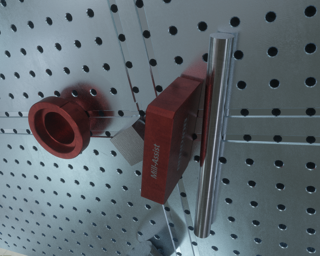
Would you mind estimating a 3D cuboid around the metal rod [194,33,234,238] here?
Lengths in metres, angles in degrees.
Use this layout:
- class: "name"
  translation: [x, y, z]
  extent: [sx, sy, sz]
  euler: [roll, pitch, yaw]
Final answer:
- class: "metal rod"
  translation: [0.064, 0.032, 0.396]
  extent: [0.025, 0.025, 0.298]
  euler: [13, 124, 20]

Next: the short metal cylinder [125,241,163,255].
- class: "short metal cylinder"
  translation: [-0.029, 0.246, 0.542]
  extent: [0.080, 0.080, 0.050]
  euler: [-33, 100, 38]

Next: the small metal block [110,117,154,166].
- class: "small metal block"
  translation: [-0.035, 0.020, 0.440]
  extent: [0.050, 0.025, 0.050]
  euler: [-31, 102, 37]

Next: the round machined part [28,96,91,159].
- class: "round machined part"
  translation: [-0.147, -0.004, 0.473]
  extent: [0.098, 0.042, 0.097]
  euler: [13, 124, 20]

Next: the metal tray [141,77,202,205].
- class: "metal tray"
  translation: [0.013, 0.015, 0.370]
  extent: [0.030, 0.090, 0.129]
  euler: [18, 125, 18]
